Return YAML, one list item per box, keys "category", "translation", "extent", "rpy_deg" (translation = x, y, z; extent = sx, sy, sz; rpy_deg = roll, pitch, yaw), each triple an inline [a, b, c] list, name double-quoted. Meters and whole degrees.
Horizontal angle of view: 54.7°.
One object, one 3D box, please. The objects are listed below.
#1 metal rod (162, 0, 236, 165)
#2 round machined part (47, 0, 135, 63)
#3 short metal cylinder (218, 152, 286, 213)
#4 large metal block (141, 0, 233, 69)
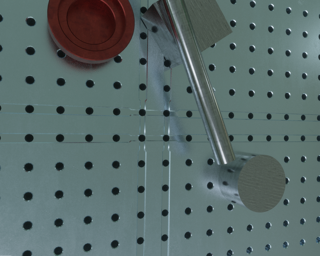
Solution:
- category: "metal rod"
  translation: [0.034, -0.098, 0.373]
  extent: [0.025, 0.025, 0.298]
  rpy_deg: [-22, 98, -19]
- category: "round machined part"
  translation: [-0.084, -0.126, 0.373]
  extent: [0.099, 0.042, 0.097]
  rpy_deg: [0, 90, -21]
- category: "short metal cylinder"
  translation: [0.133, 0.076, 0.450]
  extent: [0.081, 0.050, 0.079]
  rpy_deg: [0, 90, -20]
- category: "large metal block"
  translation: [0.035, -0.138, 0.413]
  extent: [0.080, 0.050, 0.080]
  rpy_deg: [-35, 102, -17]
